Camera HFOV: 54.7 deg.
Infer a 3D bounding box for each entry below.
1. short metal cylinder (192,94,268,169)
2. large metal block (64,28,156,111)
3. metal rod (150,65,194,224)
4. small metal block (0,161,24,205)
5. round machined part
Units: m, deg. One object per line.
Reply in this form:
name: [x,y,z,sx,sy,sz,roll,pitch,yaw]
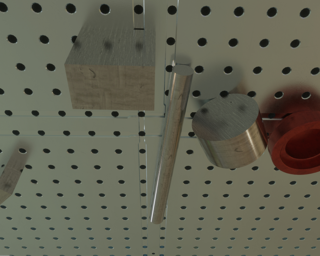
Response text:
short metal cylinder: [0.086,0.003,0.380,0.080,0.080,0.050,-19,128,15]
large metal block: [-0.045,-0.063,0.322,0.081,0.080,0.050,1,130,-2]
metal rod: [0.010,0.046,0.451,0.025,0.025,0.298,4,130,-4]
small metal block: [-0.237,0.085,0.464,0.050,0.050,0.025,-36,122,26]
round machined part: [0.195,0.015,0.417,0.099,0.042,0.097,-1,130,0]
